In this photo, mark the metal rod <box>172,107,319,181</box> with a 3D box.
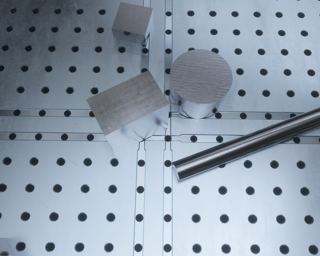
[{"bbox_3d":[0.161,0.005,0.411,0.302,0.025,0.025,-20,72,-8],"label":"metal rod"}]

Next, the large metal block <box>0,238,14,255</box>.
[{"bbox_3d":[-0.200,0.176,0.332,0.080,0.050,0.080,-28,73,-10],"label":"large metal block"}]

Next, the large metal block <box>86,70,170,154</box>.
[{"bbox_3d":[-0.037,-0.016,0.388,0.080,0.080,0.050,-27,73,-10],"label":"large metal block"}]

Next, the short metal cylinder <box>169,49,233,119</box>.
[{"bbox_3d":[0.053,-0.059,0.421,0.081,0.050,0.080,0,70,0],"label":"short metal cylinder"}]

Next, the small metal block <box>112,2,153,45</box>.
[{"bbox_3d":[-0.040,-0.158,0.469,0.050,0.025,0.050,12,70,4],"label":"small metal block"}]
